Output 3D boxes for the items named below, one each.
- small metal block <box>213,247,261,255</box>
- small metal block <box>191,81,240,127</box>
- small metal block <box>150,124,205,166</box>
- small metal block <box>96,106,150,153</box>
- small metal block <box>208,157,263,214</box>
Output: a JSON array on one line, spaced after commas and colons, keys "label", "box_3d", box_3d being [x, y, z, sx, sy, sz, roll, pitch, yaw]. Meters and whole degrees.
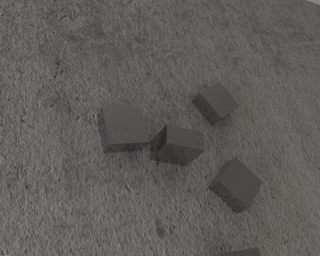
[{"label": "small metal block", "box_3d": [0.076, 0.150, 0.337, 0.050, 0.050, 0.025, 3, 61, -27]}, {"label": "small metal block", "box_3d": [0.085, -0.037, 0.472, 0.050, 0.025, 0.050, -30, 79, -38]}, {"label": "small metal block", "box_3d": [0.020, 0.023, 0.384, 0.050, 0.050, 0.025, 13, 57, -21]}, {"label": "small metal block", "box_3d": [-0.046, 0.001, 0.378, 0.050, 0.025, 0.050, -2, 63, -29]}, {"label": "small metal block", "box_3d": [0.101, 0.076, 0.412, 0.050, 0.025, 0.050, 44, 51, 2]}]
